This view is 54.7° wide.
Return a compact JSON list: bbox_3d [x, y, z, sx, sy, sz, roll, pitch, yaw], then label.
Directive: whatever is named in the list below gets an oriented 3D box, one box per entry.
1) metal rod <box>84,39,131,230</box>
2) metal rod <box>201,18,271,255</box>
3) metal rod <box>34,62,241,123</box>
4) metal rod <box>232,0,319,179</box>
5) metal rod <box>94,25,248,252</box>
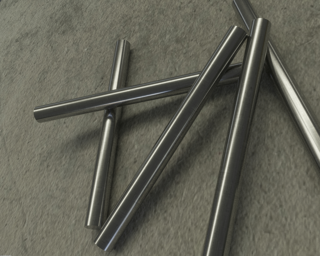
[{"bbox_3d":[-0.070,-0.010,0.444,0.025,0.025,0.299,-10,57,22],"label":"metal rod"},{"bbox_3d":[0.085,0.010,0.335,0.025,0.025,0.299,5,69,30],"label":"metal rod"},{"bbox_3d":[-0.033,-0.046,0.422,0.301,0.025,0.025,-10,57,12],"label":"metal rod"},{"bbox_3d":[0.141,-0.064,0.368,0.025,0.025,0.299,-22,54,15],"label":"metal rod"},{"bbox_3d":[0.015,0.009,0.366,0.025,0.025,0.299,29,84,37],"label":"metal rod"}]
